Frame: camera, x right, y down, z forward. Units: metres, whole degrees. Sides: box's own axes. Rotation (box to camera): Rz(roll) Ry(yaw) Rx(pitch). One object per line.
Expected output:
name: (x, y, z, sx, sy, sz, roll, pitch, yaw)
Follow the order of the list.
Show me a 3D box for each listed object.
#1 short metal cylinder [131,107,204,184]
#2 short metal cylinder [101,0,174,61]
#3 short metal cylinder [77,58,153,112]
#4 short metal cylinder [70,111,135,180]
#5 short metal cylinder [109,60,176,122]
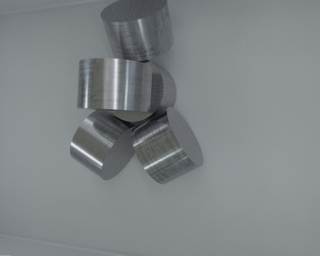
short metal cylinder: (0.010, 0.021, 0.376, 0.050, 0.080, 0.080, -30, 80, 18)
short metal cylinder: (-0.027, -0.125, 0.382, 0.080, 0.080, 0.050, 4, 134, 20)
short metal cylinder: (-0.050, -0.044, 0.343, 0.080, 0.080, 0.050, 4, 91, 20)
short metal cylinder: (-0.069, 0.021, 0.404, 0.050, 0.080, 0.080, 31, 100, 18)
short metal cylinder: (-0.025, -0.047, 0.403, 0.080, 0.050, 0.080, 0, 90, 20)
